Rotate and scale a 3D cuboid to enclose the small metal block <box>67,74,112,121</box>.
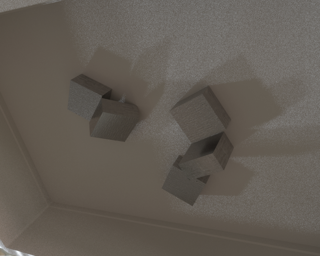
[{"bbox_3d":[-0.099,-0.040,0.434,0.050,0.025,0.050,27,128,10],"label":"small metal block"}]

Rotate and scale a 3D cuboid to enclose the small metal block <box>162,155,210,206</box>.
[{"bbox_3d":[0.036,0.074,0.434,0.050,0.025,0.050,29,128,9],"label":"small metal block"}]

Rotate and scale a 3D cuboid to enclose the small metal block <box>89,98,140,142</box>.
[{"bbox_3d":[-0.062,-0.009,0.417,0.050,0.025,0.050,11,135,-28],"label":"small metal block"}]

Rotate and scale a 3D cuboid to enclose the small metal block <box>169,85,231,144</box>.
[{"bbox_3d":[0.049,-0.015,0.373,0.050,0.025,0.050,-27,104,37],"label":"small metal block"}]

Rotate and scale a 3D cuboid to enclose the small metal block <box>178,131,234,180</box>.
[{"bbox_3d":[0.058,0.034,0.383,0.050,0.050,0.025,-24,106,36],"label":"small metal block"}]
